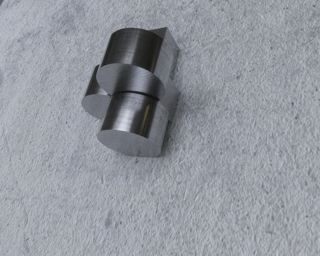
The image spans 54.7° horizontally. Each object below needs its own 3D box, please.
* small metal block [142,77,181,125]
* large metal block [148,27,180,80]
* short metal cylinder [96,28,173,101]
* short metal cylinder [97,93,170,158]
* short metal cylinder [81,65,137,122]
[{"bbox_3d":[0.002,-0.038,0.414,0.025,0.050,0.050,1,62,29],"label":"small metal block"},{"bbox_3d":[-0.023,-0.096,0.461,0.080,0.050,0.080,-2,61,27],"label":"large metal block"},{"bbox_3d":[-0.029,-0.070,0.364,0.080,0.080,0.050,-2,61,27],"label":"short metal cylinder"},{"bbox_3d":[-0.033,-0.001,0.389,0.080,0.080,0.050,0,62,28],"label":"short metal cylinder"},{"bbox_3d":[-0.062,-0.045,0.431,0.080,0.080,0.050,-2,61,27],"label":"short metal cylinder"}]
